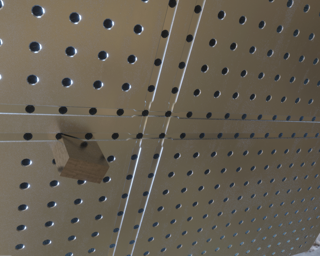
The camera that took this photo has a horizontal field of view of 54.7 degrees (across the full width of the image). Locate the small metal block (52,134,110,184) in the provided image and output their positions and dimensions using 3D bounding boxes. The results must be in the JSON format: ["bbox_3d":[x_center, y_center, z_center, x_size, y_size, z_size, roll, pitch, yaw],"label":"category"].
[{"bbox_3d":[-0.094,0.037,0.367,0.050,0.050,0.025,20,108,-36],"label":"small metal block"}]
